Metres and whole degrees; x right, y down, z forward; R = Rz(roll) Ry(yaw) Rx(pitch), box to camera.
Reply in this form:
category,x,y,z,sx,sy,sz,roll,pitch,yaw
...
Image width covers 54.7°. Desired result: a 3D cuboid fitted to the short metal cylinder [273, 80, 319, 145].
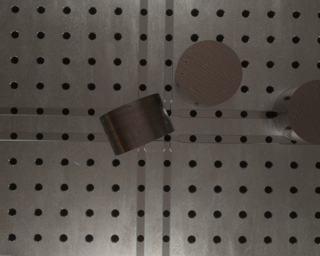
category,x,y,z,sx,sy,sz,roll,pitch,yaw
short metal cylinder,0.196,-0.020,0.404,0.081,0.050,0.079,0,90,-1

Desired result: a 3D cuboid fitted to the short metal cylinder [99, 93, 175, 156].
category,x,y,z,sx,sy,sz,roll,pitch,yaw
short metal cylinder,-0.028,-0.004,0.386,0.080,0.080,0.050,-23,90,0

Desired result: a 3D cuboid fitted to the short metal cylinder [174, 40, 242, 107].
category,x,y,z,sx,sy,sz,roll,pitch,yaw
short metal cylinder,0.060,-0.067,0.402,0.081,0.050,0.079,0,90,-1
